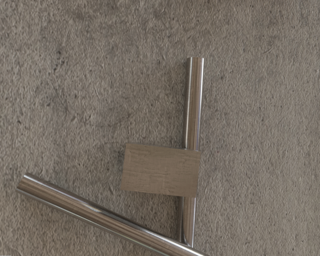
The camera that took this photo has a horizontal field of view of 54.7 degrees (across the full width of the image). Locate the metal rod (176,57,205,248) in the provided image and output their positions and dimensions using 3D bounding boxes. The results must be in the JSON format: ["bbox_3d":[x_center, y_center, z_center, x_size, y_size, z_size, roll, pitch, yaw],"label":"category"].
[{"bbox_3d":[0.041,0.054,0.425,0.025,0.025,0.298,4,89,-20],"label":"metal rod"}]

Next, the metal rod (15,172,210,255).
[{"bbox_3d":[-0.027,0.131,0.382,0.301,0.025,0.025,28,81,-12],"label":"metal rod"}]

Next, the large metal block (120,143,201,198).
[{"bbox_3d":[-0.001,0.047,0.370,0.081,0.080,0.050,7,88,-2],"label":"large metal block"}]
